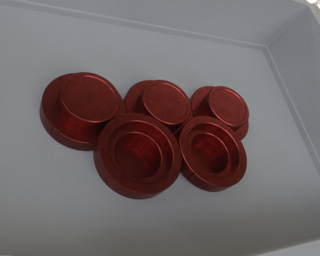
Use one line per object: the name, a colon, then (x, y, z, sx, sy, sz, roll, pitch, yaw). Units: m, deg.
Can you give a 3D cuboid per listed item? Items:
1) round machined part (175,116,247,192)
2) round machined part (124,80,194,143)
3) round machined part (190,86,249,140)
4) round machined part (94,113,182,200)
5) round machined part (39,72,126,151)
round machined part: (0.060, 0.036, 0.402, 0.099, 0.042, 0.098, 14, 56, -21)
round machined part: (0.001, -0.024, 0.407, 0.099, 0.042, 0.098, 13, 56, -20)
round machined part: (0.090, -0.022, 0.453, 0.099, 0.042, 0.098, 13, 56, -20)
round machined part: (-0.028, 0.035, 0.356, 0.099, 0.042, 0.098, 14, 56, -21)
round machined part: (-0.085, -0.026, 0.361, 0.099, 0.042, 0.098, 14, 55, -21)
